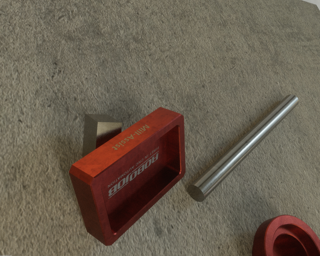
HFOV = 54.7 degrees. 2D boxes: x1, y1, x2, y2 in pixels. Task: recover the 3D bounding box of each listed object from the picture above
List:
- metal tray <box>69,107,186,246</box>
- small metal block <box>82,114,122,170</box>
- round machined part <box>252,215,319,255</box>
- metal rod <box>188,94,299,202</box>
[{"bbox_3d":[-0.024,0.046,0.323,0.030,0.089,0.131,22,41,34],"label":"metal tray"},{"bbox_3d":[-0.064,0.014,0.333,0.025,0.050,0.050,1,101,-28],"label":"small metal block"},{"bbox_3d":[0.154,0.161,0.380,0.099,0.042,0.098,14,56,-21],"label":"round machined part"},{"bbox_3d":[0.143,0.015,0.473,0.302,0.025,0.025,-33,81,-38],"label":"metal rod"}]
